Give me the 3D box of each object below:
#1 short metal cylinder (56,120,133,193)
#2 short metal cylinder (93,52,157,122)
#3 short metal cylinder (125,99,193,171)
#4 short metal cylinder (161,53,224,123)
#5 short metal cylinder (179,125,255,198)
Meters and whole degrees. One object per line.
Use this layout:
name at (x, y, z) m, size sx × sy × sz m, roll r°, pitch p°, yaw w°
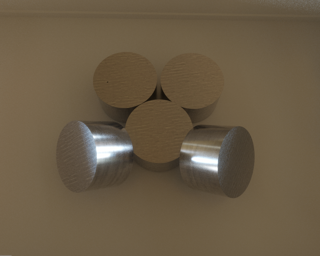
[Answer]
short metal cylinder at (-0.077, 0.032, 0.360) m, size 0.050 × 0.080 × 0.080 m, roll 1°, pitch 62°, yaw -48°
short metal cylinder at (-0.044, -0.053, 0.413) m, size 0.081 × 0.050 × 0.080 m, roll 0°, pitch 70°, yaw 0°
short metal cylinder at (-0.001, 0.011, 0.389) m, size 0.081 × 0.050 × 0.080 m, roll 0°, pitch 70°, yaw 0°
short metal cylinder at (0.041, -0.052, 0.415) m, size 0.081 × 0.050 × 0.080 m, roll 0°, pitch 70°, yaw 0°
short metal cylinder at (0.068, 0.037, 0.359) m, size 0.050 × 0.080 × 0.080 m, roll 3°, pitch 64°, yaw 43°
